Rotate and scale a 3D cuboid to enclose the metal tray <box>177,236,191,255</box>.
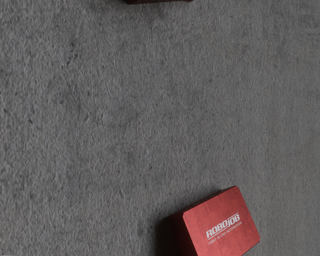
[{"bbox_3d":[0.046,0.232,0.440,0.090,0.030,0.130,45,63,-31],"label":"metal tray"}]

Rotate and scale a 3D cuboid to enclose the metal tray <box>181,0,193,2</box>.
[{"bbox_3d":[0.013,-0.228,0.371,0.091,0.030,0.129,-5,93,-40],"label":"metal tray"}]

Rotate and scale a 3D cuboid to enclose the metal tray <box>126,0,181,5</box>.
[{"bbox_3d":[0.005,-0.215,0.405,0.131,0.030,0.089,-23,105,-38],"label":"metal tray"}]

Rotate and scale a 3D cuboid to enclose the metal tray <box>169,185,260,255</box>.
[{"bbox_3d":[0.082,0.146,0.446,0.131,0.030,0.090,-13,76,-42],"label":"metal tray"}]
